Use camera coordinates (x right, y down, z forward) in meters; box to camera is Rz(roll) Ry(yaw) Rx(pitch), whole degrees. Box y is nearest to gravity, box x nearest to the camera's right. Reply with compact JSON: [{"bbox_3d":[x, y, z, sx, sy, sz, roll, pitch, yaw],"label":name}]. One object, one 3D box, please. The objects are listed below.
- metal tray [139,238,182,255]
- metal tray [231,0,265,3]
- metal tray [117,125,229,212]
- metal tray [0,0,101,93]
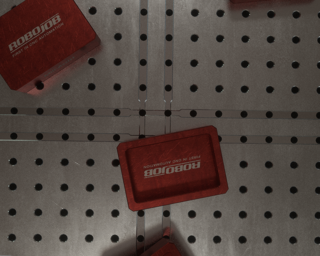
[{"bbox_3d":[-0.017,0.217,0.394,0.131,0.030,0.090,-33,90,-16],"label":"metal tray"},{"bbox_3d":[0.158,-0.222,0.412,0.131,0.030,0.089,-6,90,-1],"label":"metal tray"},{"bbox_3d":[0.016,0.052,0.411,0.131,0.030,0.089,-11,90,-1],"label":"metal tray"},{"bbox_3d":[-0.158,-0.118,0.409,0.130,0.030,0.090,-34,90,-1],"label":"metal tray"}]
